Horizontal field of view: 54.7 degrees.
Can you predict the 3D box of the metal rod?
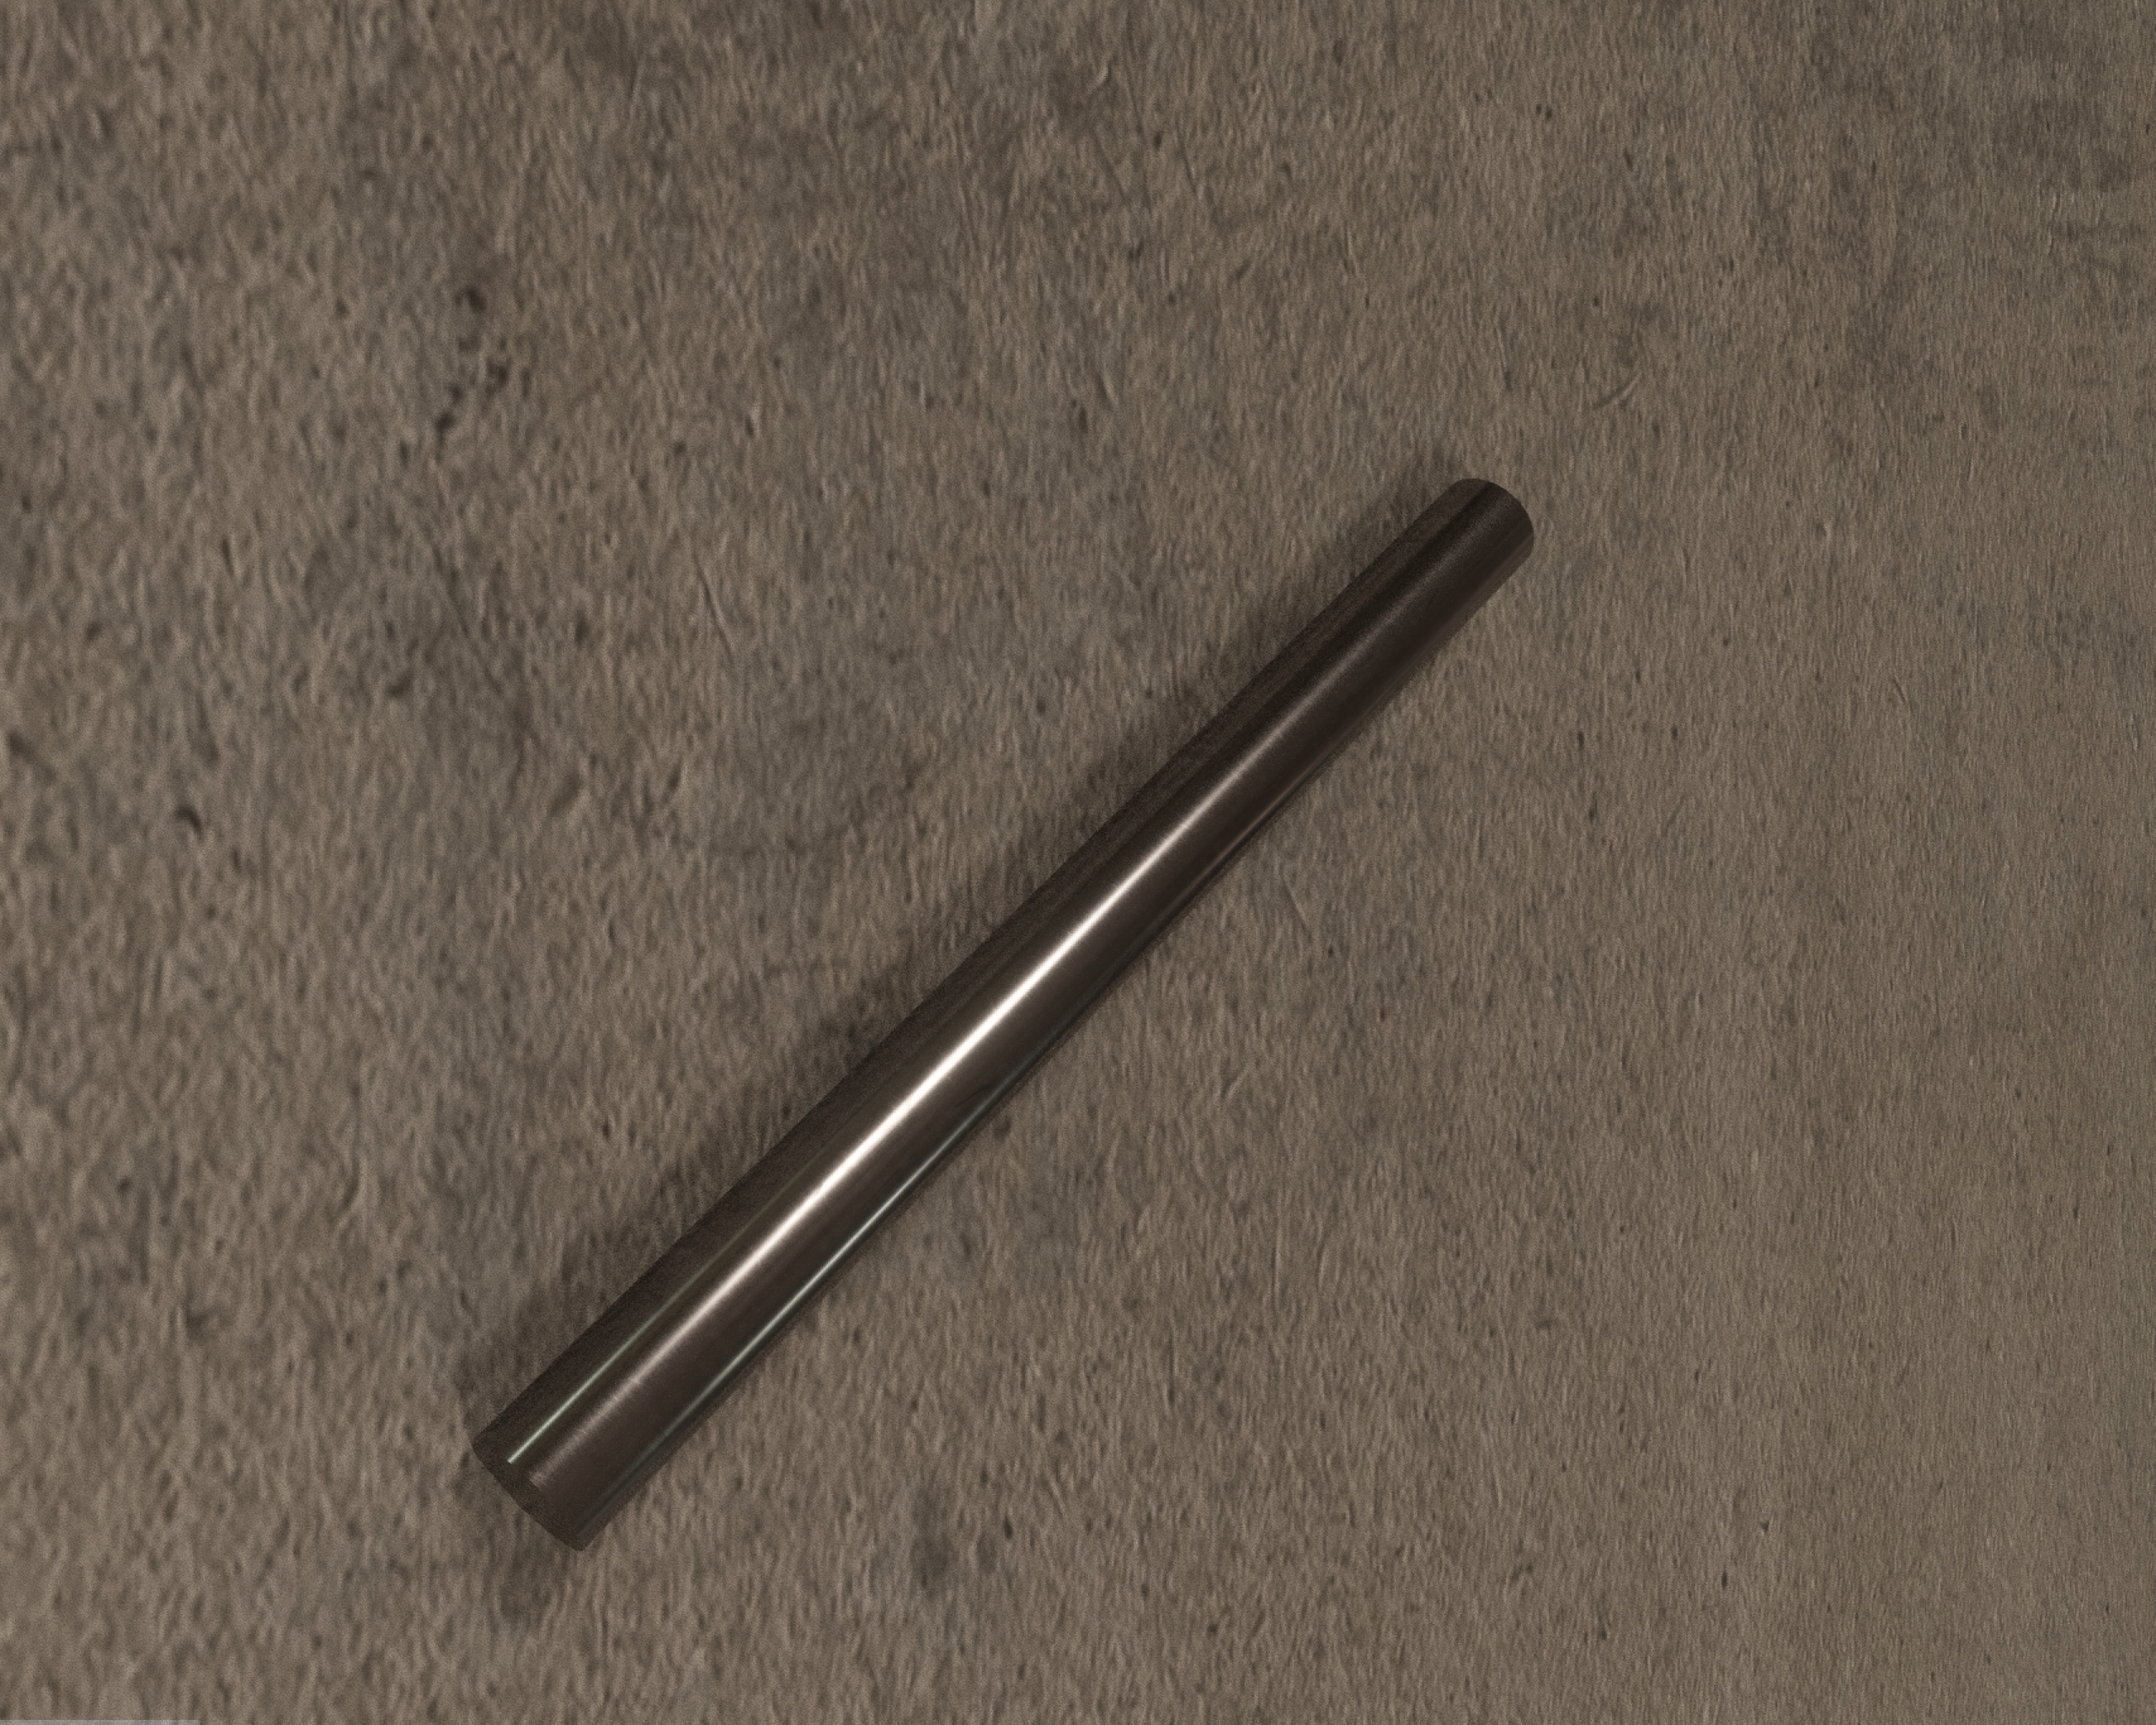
[{"bbox_3d":[0.004,0.011,0.412,0.301,0.025,0.025,-44,117,-31],"label":"metal rod"}]
